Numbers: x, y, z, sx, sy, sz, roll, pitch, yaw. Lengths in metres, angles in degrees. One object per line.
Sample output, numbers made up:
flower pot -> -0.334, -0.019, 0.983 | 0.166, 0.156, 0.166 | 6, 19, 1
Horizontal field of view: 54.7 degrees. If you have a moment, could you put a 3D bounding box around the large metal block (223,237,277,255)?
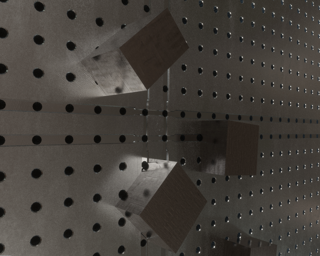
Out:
large metal block -> 0.150, 0.234, 0.523 | 0.081, 0.050, 0.080 | 14, 81, -40

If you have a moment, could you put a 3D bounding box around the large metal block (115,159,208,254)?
large metal block -> 0.004, 0.098, 0.399 | 0.080, 0.050, 0.080 | -52, 121, -28

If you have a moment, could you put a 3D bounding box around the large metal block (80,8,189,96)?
large metal block -> -0.029, -0.083, 0.351 | 0.080, 0.080, 0.050 | -49, 120, -29

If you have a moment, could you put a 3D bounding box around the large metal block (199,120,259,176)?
large metal block -> 0.109, 0.032, 0.488 | 0.081, 0.050, 0.080 | 7, 86, -40
